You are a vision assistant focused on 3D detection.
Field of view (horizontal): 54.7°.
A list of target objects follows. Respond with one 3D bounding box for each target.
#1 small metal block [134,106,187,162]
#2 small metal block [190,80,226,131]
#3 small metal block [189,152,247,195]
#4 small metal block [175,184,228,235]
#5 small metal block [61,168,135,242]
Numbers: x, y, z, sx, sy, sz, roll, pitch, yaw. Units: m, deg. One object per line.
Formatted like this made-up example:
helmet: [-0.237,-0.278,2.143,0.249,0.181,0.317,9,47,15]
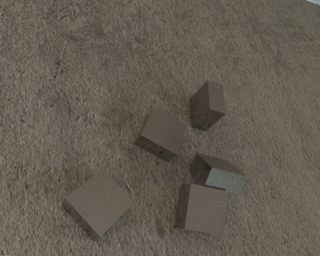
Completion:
small metal block: [0.001,0.008,0.399,0.050,0.025,0.050,29,52,-10]
small metal block: [0.067,-0.031,0.443,0.025,0.050,0.050,15,56,-20]
small metal block: [0.072,0.057,0.390,0.050,0.025,0.050,16,11,-20]
small metal block: [0.049,0.095,0.363,0.050,0.025,0.050,15,73,-20]
small metal block: [-0.064,0.079,0.321,0.050,0.025,0.050,47,51,4]
